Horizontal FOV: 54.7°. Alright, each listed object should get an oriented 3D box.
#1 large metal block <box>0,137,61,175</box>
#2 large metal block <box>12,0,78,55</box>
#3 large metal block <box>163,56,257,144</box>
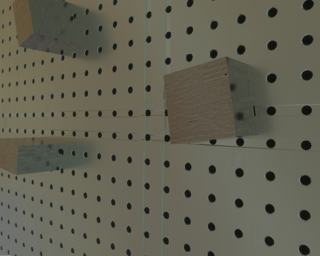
[{"bbox_3d":[-0.241,0.049,0.569,0.080,0.081,0.050,9,96,39],"label":"large metal block"},{"bbox_3d":[-0.197,-0.179,0.533,0.050,0.081,0.080,-20,77,38],"label":"large metal block"},{"bbox_3d":[0.055,-0.026,0.347,0.080,0.050,0.080,-10,84,39],"label":"large metal block"}]
